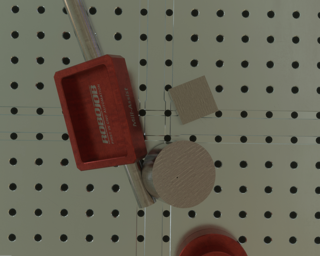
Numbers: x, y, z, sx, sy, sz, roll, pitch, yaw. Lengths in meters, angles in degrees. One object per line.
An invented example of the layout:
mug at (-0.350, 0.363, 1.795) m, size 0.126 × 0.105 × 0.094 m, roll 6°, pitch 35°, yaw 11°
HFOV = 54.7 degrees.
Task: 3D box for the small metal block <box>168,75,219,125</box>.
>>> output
small metal block at (0.044, -0.036, 0.414) m, size 0.050 × 0.025 × 0.050 m, roll -22°, pitch 90°, yaw -1°

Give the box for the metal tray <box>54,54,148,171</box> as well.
metal tray at (-0.075, -0.017, 0.387) m, size 0.090 × 0.030 × 0.129 m, roll -11°, pitch 94°, yaw 26°

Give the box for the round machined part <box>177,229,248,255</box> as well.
round machined part at (0.070, 0.188, 0.406) m, size 0.099 × 0.042 × 0.097 m, roll 0°, pitch 90°, yaw -1°

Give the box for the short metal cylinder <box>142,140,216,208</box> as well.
short metal cylinder at (0.022, 0.057, 0.390) m, size 0.081 × 0.050 × 0.080 m, roll 2°, pitch 83°, yaw -17°

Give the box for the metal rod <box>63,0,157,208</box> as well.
metal rod at (-0.068, -0.038, 0.412) m, size 0.025 × 0.025 × 0.299 m, roll -20°, pitch 90°, yaw 0°
